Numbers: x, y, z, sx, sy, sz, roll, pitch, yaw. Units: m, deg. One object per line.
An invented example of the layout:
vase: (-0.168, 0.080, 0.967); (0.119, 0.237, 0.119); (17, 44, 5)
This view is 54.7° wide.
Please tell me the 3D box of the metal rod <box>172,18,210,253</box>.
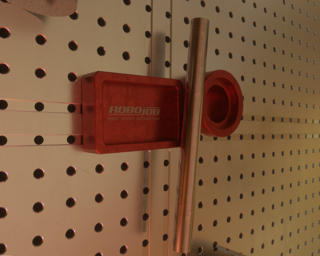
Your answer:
metal rod: (0.040, 0.005, 0.403); (0.025, 0.025, 0.298); (9, 83, -40)

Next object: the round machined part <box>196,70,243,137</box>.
round machined part: (0.078, -0.036, 0.463); (0.099, 0.042, 0.097); (0, 90, -40)

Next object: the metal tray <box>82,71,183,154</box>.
metal tray: (-0.028, -0.018, 0.381); (0.131, 0.030, 0.089); (-2, 91, -40)

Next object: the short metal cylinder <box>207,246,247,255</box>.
short metal cylinder: (0.108, 0.233, 0.484); (0.081, 0.050, 0.080); (0, 90, -40)

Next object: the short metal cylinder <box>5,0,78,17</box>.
short metal cylinder: (-0.111, -0.144, 0.280); (0.081, 0.080, 0.050); (16, 80, -39)
